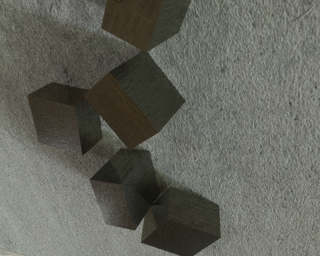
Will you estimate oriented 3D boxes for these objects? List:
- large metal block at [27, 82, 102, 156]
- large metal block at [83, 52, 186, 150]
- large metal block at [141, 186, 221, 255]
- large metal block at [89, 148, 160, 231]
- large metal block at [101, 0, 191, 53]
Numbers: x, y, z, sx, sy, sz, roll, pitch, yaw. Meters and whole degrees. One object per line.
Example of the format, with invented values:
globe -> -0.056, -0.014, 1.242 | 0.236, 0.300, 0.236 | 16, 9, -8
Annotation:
large metal block -> -0.136, -0.015, 0.454 | 0.080, 0.050, 0.079 | 14, 124, 20
large metal block -> -0.026, -0.035, 0.364 | 0.050, 0.080, 0.080 | -32, 100, 38
large metal block -> 0.029, 0.137, 0.444 | 0.080, 0.050, 0.080 | 24, 131, -15
large metal block -> -0.047, 0.086, 0.449 | 0.050, 0.080, 0.080 | 3, 119, 27
large metal block -> -0.005, -0.129, 0.294 | 0.050, 0.080, 0.079 | 31, 128, 9
